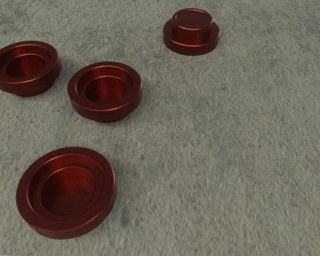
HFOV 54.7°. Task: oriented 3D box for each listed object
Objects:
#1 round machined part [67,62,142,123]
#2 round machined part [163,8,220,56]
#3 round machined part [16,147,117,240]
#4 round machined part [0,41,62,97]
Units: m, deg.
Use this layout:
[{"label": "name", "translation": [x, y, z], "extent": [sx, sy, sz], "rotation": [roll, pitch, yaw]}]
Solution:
[{"label": "round machined part", "translation": [-0.074, -0.045, 0.429], "extent": [0.099, 0.042, 0.098], "rotation": [0, 50, 0]}, {"label": "round machined part", "translation": [0.055, -0.172, 0.537], "extent": [0.099, 0.042, 0.098], "rotation": [0, 50, 0]}, {"label": "round machined part", "translation": [-0.096, 0.071, 0.331], "extent": [0.099, 0.042, 0.098], "rotation": [0, 50, 0]}, {"label": "round machined part", "translation": [-0.196, -0.084, 0.460], "extent": [0.099, 0.042, 0.098], "rotation": [0, 50, 0]}]
